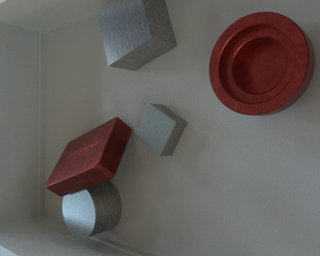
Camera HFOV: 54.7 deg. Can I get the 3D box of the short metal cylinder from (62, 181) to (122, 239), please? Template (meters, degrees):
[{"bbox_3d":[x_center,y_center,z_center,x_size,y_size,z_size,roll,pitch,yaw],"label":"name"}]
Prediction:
[{"bbox_3d":[-0.104,0.122,0.474,0.080,0.050,0.079,0,90,39],"label":"short metal cylinder"}]

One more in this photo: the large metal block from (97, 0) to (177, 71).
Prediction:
[{"bbox_3d":[-0.032,-0.133,0.415,0.080,0.050,0.080,-22,76,37],"label":"large metal block"}]

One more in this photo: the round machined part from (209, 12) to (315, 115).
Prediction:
[{"bbox_3d":[0.102,-0.061,0.310,0.098,0.042,0.097,0,90,39],"label":"round machined part"}]

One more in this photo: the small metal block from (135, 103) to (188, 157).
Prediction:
[{"bbox_3d":[0.001,0.002,0.404,0.050,0.025,0.050,37,113,33],"label":"small metal block"}]

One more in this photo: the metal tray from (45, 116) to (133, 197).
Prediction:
[{"bbox_3d":[-0.105,0.044,0.454,0.130,0.030,0.090,-24,35,37],"label":"metal tray"}]
